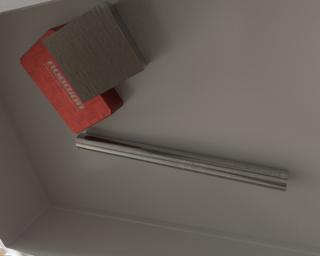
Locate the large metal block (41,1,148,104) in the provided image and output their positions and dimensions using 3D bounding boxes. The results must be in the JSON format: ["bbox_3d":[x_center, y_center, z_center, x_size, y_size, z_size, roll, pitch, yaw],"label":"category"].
[{"bbox_3d":[-0.070,-0.086,0.356,0.080,0.050,0.080,-27,105,12],"label":"large metal block"}]

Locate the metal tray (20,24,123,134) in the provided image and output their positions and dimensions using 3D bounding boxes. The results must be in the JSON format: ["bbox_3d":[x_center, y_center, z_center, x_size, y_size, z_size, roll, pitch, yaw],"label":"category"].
[{"bbox_3d":[-0.123,-0.063,0.429,0.090,0.030,0.130,-25,105,36],"label":"metal tray"}]

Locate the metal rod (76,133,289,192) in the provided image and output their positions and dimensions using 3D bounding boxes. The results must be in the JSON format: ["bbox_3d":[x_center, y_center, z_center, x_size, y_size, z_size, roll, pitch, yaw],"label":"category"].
[{"bbox_3d":[0.014,0.041,0.425,0.301,0.025,0.025,9,122,23],"label":"metal rod"}]
